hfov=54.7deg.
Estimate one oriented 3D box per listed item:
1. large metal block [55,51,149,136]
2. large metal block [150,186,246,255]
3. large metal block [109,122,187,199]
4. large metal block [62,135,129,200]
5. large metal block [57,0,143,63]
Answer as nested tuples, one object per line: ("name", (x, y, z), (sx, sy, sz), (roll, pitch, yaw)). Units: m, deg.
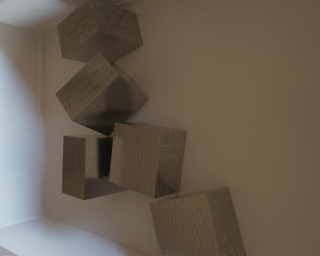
("large metal block", (-0.075, -0.042, 0.415), (0.080, 0.080, 0.050), (-42, 63, 7))
("large metal block", (0.042, 0.116, 0.354), (0.080, 0.050, 0.080), (-20, 77, 38))
("large metal block", (-0.017, 0.037, 0.402), (0.080, 0.050, 0.079), (11, 97, 39))
("large metal block", (-0.089, 0.051, 0.442), (0.050, 0.081, 0.079), (4, 93, 40))
("large metal block", (-0.084, -0.131, 0.438), (0.080, 0.081, 0.050), (-20, 78, 38))
